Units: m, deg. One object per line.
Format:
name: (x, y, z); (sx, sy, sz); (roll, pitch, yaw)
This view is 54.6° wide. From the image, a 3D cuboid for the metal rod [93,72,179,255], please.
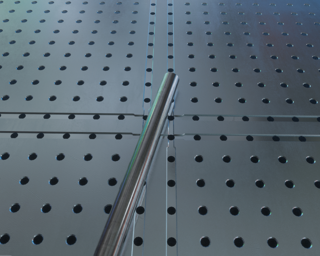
metal rod: (-0.022, 0.036, 0.376); (0.025, 0.025, 0.300); (12, 51, 9)
